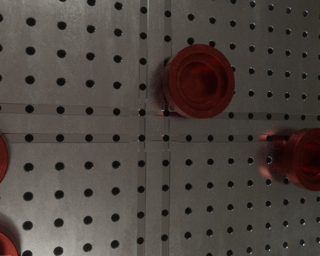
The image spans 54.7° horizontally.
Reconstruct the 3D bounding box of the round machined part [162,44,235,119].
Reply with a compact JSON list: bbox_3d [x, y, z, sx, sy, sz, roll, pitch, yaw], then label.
[{"bbox_3d":[0.049,-0.061,0.423,0.099,0.042,0.097,0,90,-21],"label":"round machined part"}]

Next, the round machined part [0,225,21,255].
[{"bbox_3d":[-0.203,0.152,0.329,0.099,0.042,0.097,0,90,-21],"label":"round machined part"}]

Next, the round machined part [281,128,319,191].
[{"bbox_3d":[0.235,0.048,0.493,0.099,0.042,0.097,0,90,-21],"label":"round machined part"}]

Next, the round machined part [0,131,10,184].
[{"bbox_3d":[-0.214,0.034,0.325,0.099,0.042,0.097,0,90,-21],"label":"round machined part"}]
